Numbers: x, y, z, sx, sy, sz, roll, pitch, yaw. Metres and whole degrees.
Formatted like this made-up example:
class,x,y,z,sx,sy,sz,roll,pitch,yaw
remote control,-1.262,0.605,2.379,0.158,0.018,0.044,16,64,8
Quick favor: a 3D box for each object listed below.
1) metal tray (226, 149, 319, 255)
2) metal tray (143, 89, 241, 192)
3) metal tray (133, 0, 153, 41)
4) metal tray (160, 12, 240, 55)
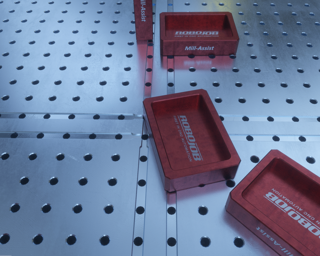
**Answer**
class,x,y,z,sx,sy,sz,roll,pitch,yaw
metal tray,0.149,0.091,0.328,0.090,0.030,0.130,-37,59,-27
metal tray,0.035,0.010,0.396,0.091,0.030,0.130,-11,51,-9
metal tray,-0.030,-0.229,0.532,0.030,0.129,0.090,-3,50,-2
metal tray,0.065,-0.167,0.545,0.131,0.030,0.090,-1,50,-1
